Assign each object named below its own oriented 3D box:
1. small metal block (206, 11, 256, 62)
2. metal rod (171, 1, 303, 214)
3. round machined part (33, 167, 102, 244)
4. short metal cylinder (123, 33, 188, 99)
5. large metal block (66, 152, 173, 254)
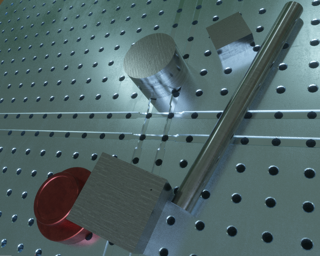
[{"bbox_3d":[0.098,-0.128,0.435,0.050,0.025,0.050,-24,53,13],"label":"small metal block"},{"bbox_3d":[0.100,-0.035,0.376,0.025,0.025,0.300,22,73,36],"label":"metal rod"},{"bbox_3d":[-0.122,0.096,0.401,0.098,0.042,0.098,-13,56,20],"label":"round machined part"},{"bbox_3d":[-0.006,-0.090,0.449,0.080,0.050,0.080,-13,56,20],"label":"short metal cylinder"},{"bbox_3d":[-0.042,0.084,0.347,0.080,0.050,0.080,21,72,17],"label":"large metal block"}]
